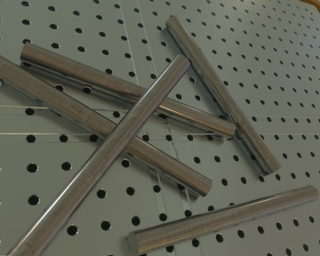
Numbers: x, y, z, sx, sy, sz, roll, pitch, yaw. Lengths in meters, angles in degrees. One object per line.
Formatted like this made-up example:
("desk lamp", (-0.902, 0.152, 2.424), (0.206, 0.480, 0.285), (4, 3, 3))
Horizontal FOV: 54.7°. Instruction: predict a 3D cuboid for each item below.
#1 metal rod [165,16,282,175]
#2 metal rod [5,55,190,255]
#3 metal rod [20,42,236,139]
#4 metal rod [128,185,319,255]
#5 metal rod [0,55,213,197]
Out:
("metal rod", (0.095, -0.060, 0.498), (0.025, 0.025, 0.299), (-21, 73, -36))
("metal rod", (-0.048, 0.015, 0.344), (0.025, 0.025, 0.301), (38, 60, -3))
("metal rod", (-0.030, -0.044, 0.420), (0.302, 0.025, 0.025), (20, 54, -17))
("metal rod", (0.102, 0.110, 0.397), (0.303, 0.025, 0.025), (-4, 64, -31))
("metal rod", (-0.068, 0.000, 0.372), (0.301, 0.025, 0.025), (31, 52, -8))
